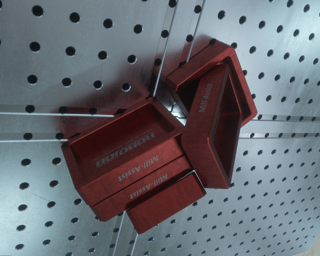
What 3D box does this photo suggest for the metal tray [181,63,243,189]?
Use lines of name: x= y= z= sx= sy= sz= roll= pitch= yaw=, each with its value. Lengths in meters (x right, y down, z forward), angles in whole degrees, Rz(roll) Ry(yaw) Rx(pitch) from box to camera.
metal tray: x=0.069 y=-0.004 z=0.375 sx=0.090 sy=0.030 sz=0.130 roll=61 pitch=37 yaw=-39

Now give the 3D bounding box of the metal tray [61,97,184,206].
metal tray: x=-0.041 y=0.021 z=0.360 sx=0.131 sy=0.090 sz=0.030 roll=-29 pitch=129 yaw=-11

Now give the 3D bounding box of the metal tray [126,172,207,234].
metal tray: x=0.000 y=0.092 z=0.410 sx=0.090 sy=0.130 sz=0.030 roll=-28 pitch=87 yaw=-10

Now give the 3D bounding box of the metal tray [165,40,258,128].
metal tray: x=0.075 y=-0.041 z=0.424 sx=0.090 sy=0.030 sz=0.130 roll=-38 pitch=130 yaw=-3

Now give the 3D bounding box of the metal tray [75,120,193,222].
metal tray: x=-0.031 y=0.044 z=0.378 sx=0.131 sy=0.090 sz=0.030 roll=-29 pitch=129 yaw=-11
